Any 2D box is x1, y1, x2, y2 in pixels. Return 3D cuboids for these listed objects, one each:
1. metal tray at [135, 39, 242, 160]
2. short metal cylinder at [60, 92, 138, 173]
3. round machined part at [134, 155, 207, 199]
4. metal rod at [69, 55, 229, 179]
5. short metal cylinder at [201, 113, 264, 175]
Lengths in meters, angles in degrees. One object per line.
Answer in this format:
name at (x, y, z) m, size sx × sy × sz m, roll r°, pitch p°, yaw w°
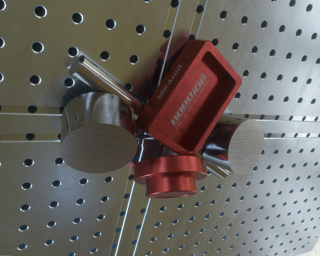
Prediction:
metal tray at (0.040, -0.033, 0.390) m, size 0.090 × 0.030 × 0.130 m, roll 37°, pitch 84°, yaw -39°
short metal cylinder at (-0.068, 0.006, 0.346) m, size 0.081 × 0.050 × 0.080 m, roll -8°, pitch 136°, yaw -7°
round machined part at (0.015, 0.069, 0.416) m, size 0.099 × 0.042 × 0.098 m, roll -4°, pitch 161°, yaw -1°
metal rod at (0.008, 0.003, 0.417) m, size 0.025 × 0.025 × 0.301 m, roll -49°, pitch 129°, yaw 6°
short metal cylinder at (0.106, 0.022, 0.451) m, size 0.081 × 0.050 × 0.079 m, roll -11°, pitch 108°, yaw -37°
